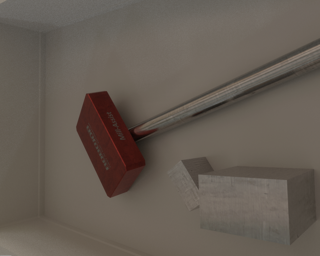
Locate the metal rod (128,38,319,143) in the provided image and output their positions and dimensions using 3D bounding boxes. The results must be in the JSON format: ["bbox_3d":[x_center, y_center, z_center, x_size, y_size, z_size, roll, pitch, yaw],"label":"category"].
[{"bbox_3d":[0.049,-0.027,0.365,0.299,0.025,0.025,-23,76,37],"label":"metal rod"}]

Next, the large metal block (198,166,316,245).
[{"bbox_3d":[0.093,0.066,0.293,0.080,0.081,0.050,-3,88,39],"label":"large metal block"}]

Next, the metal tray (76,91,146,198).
[{"bbox_3d":[-0.076,0.023,0.445,0.130,0.030,0.089,59,142,23],"label":"metal tray"}]

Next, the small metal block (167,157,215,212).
[{"bbox_3d":[0.043,0.062,0.354,0.025,0.050,0.050,-45,64,31],"label":"small metal block"}]
